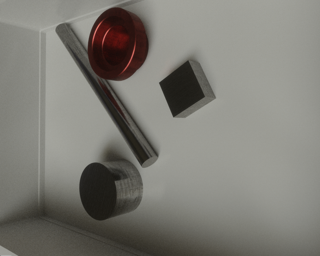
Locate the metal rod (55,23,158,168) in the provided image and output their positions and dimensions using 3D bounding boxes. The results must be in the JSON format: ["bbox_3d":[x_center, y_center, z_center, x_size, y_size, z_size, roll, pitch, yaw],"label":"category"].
[{"bbox_3d":[-0.093,-0.064,0.480,0.025,0.025,0.300,-50,61,28],"label":"metal rod"}]

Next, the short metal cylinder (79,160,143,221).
[{"bbox_3d":[-0.071,0.087,0.447,0.080,0.050,0.079,0,90,39],"label":"short metal cylinder"}]

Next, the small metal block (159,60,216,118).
[{"bbox_3d":[0.033,-0.046,0.378,0.050,0.025,0.050,-33,70,34],"label":"small metal block"}]

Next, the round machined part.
[{"bbox_3d":[-0.055,-0.115,0.439,0.098,0.042,0.097,0,90,39],"label":"round machined part"}]
